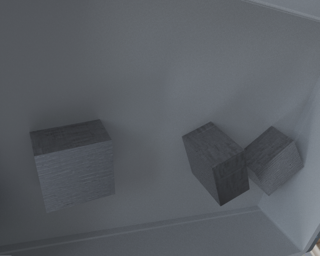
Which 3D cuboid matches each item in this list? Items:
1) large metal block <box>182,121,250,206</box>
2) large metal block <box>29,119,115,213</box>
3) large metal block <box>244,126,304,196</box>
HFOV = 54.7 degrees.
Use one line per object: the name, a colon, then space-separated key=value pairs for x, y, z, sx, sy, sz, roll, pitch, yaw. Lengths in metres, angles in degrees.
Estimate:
large metal block: x=0.080 y=0.050 z=0.448 sx=0.050 sy=0.080 sz=0.080 roll=-27 pitch=128 yaw=-11
large metal block: x=-0.101 y=0.043 z=0.364 sx=0.081 sy=0.050 sz=0.079 roll=-12 pitch=124 yaw=-22
large metal block: x=0.189 y=0.057 z=0.531 sx=0.080 sy=0.050 sz=0.080 roll=-40 pitch=130 yaw=-1
